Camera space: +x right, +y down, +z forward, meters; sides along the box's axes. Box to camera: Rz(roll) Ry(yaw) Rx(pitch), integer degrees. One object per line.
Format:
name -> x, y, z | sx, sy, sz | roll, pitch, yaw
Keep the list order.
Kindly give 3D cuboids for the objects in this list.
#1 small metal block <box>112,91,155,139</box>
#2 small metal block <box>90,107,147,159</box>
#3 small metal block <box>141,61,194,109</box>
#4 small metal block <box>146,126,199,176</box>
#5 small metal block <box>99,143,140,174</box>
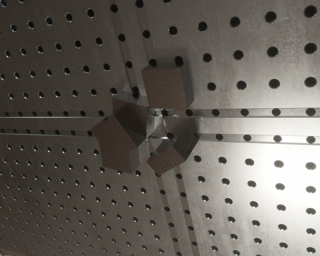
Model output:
small metal block -> -0.035, -0.018, 0.417 | 0.050, 0.025, 0.050 | 16, 125, 19
small metal block -> -0.055, 0.007, 0.411 | 0.050, 0.025, 0.050 | -26, 105, 36
small metal block -> 0.010, -0.051, 0.373 | 0.050, 0.025, 0.050 | 2, 120, 26
small metal block -> 0.017, 0.030, 0.403 | 0.050, 0.050, 0.025 | -35, 99, 38
small metal block -> -0.060, 0.037, 0.464 | 0.050, 0.025, 0.050 | 10, 123, 22
